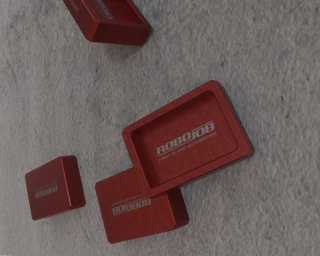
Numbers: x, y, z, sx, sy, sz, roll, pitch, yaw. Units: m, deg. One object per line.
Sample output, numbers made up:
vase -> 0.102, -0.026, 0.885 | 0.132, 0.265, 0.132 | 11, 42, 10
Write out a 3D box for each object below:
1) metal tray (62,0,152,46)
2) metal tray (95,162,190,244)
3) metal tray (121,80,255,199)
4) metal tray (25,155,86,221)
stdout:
metal tray -> -0.080, -0.168, 0.423 | 0.130, 0.091, 0.030 | 57, 133, 24
metal tray -> -0.030, 0.101, 0.424 | 0.130, 0.030, 0.090 | -27, 73, 36
metal tray -> 0.028, 0.015, 0.354 | 0.130, 0.030, 0.090 | -28, 72, 19
metal tray -> -0.192, 0.110, 0.556 | 0.130, 0.030, 0.090 | -25, 75, 37
